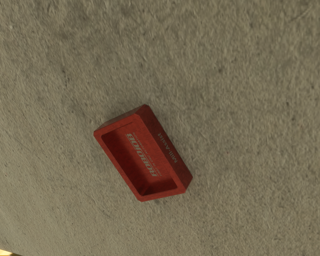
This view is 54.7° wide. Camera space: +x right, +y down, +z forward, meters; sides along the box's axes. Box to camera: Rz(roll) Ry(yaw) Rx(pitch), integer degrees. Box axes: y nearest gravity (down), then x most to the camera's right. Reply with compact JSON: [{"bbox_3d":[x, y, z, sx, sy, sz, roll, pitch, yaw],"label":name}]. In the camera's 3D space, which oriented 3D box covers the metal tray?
[{"bbox_3d":[-0.024,0.040,0.439,0.090,0.030,0.130,-21,107,35],"label":"metal tray"}]
